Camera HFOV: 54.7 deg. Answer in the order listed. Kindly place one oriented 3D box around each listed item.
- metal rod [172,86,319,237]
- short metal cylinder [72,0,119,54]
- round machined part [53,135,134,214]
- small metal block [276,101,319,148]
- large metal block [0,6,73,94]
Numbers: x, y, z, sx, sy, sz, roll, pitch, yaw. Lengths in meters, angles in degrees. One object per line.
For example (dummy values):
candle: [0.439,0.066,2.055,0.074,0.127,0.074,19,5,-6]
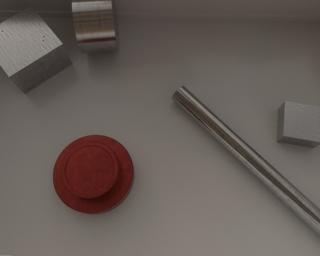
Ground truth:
metal rod: [0.129,0.053,0.391,0.025,0.025,0.300,-42,76,-14]
short metal cylinder: [-0.087,-0.146,0.433,0.050,0.080,0.080,-5,70,-2]
round machined part: [-0.082,0.054,0.380,0.099,0.042,0.098,0,70,-1]
small metal block: [0.187,-0.004,0.414,0.050,0.025,0.050,10,70,3]
large metal block: [-0.185,-0.109,0.434,0.080,0.050,0.080,-37,75,-13]
